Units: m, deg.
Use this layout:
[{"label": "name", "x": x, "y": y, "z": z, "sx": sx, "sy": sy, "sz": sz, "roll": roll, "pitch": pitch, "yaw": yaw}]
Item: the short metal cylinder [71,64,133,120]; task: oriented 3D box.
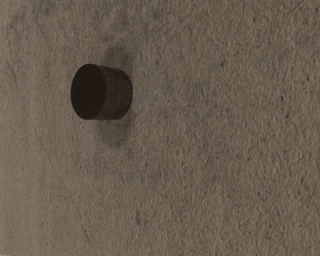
[{"label": "short metal cylinder", "x": -0.087, "y": -0.051, "z": 0.458, "sx": 0.080, "sy": 0.050, "sz": 0.079, "roll": 0, "pitch": 90, "yaw": 39}]
